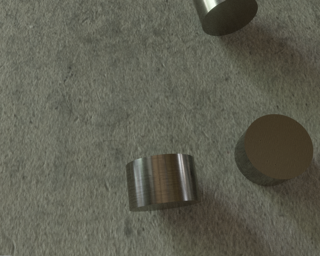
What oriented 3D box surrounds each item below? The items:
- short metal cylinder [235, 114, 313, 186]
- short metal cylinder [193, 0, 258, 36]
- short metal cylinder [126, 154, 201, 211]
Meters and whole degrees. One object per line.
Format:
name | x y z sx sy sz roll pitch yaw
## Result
short metal cylinder | 0.139 0.029 0.386 0.081 0.050 0.080 0 70 0
short metal cylinder | 0.093 -0.178 0.445 0.081 0.080 0.050 -12 71 -5
short metal cylinder | 0.003 0.065 0.355 0.081 0.080 0.050 -6 70 -3
